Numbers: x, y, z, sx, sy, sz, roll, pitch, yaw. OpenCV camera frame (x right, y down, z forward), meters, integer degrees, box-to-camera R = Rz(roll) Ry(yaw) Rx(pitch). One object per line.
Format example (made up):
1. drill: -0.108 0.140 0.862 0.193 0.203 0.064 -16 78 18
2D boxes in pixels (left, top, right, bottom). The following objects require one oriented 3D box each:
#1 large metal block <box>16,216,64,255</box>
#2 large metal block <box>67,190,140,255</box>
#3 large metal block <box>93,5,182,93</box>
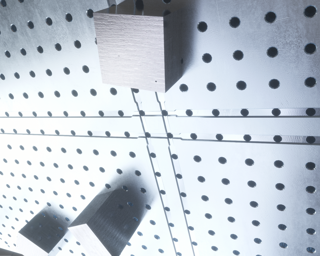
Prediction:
1. large metal block: -0.270 0.256 0.692 0.080 0.050 0.079 32 128 7
2. large metal block: -0.093 0.167 0.526 0.050 0.080 0.080 -23 106 36
3. large metal block: -0.022 -0.091 0.349 0.080 0.050 0.079 11 123 21
